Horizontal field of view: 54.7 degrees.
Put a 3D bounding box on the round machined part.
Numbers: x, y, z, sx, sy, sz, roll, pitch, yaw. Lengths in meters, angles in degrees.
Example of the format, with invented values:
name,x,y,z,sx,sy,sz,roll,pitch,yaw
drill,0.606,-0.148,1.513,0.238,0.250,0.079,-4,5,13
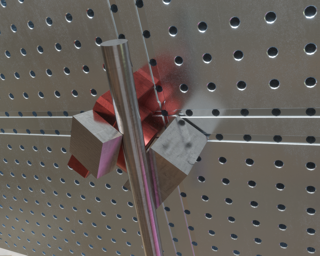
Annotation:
name,x,y,z,sx,sy,sz,roll,pitch,yaw
round machined part,-0.038,0.019,0.400,0.042,0.098,0.097,36,129,4

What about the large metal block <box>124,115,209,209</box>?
name,x,y,z,sx,sy,sz,roll,pitch,yaw
large metal block,0.009,0.043,0.392,0.050,0.080,0.080,37,129,3

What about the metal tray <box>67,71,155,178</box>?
name,x,y,z,sx,sy,sz,roll,pitch,yaw
metal tray,-0.064,-0.003,0.399,0.030,0.090,0.129,37,129,3

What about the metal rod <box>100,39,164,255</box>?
name,x,y,z,sx,sy,sz,roll,pitch,yaw
metal rod,-0.024,0.052,0.351,0.025,0.025,0.298,6,122,24

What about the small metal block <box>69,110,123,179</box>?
name,x,y,z,sx,sy,sz,roll,pitch,yaw
small metal block,-0.070,0.017,0.330,0.050,0.025,0.050,37,130,27
